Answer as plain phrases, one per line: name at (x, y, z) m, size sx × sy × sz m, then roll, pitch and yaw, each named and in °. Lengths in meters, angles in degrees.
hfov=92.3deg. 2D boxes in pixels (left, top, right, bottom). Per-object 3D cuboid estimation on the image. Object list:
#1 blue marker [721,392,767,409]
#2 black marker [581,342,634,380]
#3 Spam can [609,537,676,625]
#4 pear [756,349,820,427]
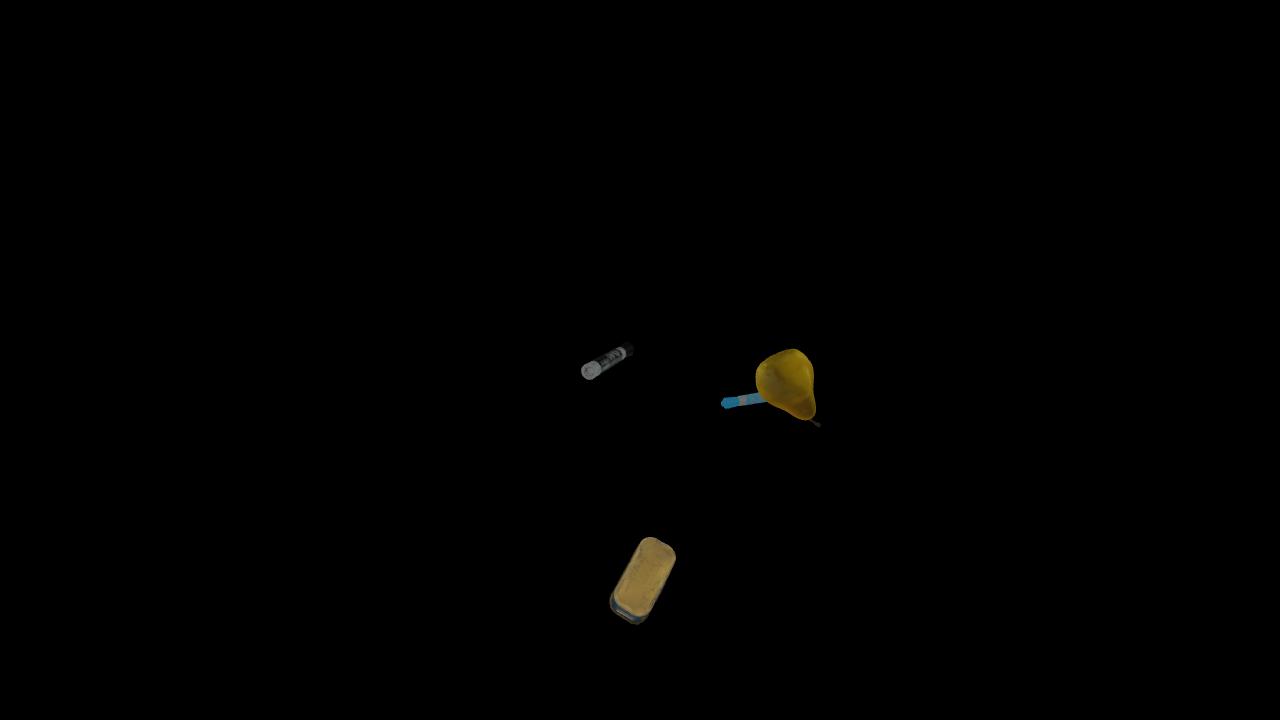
blue marker at (0.191, 0.065, 1.029) m, size 0.121 × 0.020 × 0.020 m, roll -8°, pitch 3°, yaw -19°
black marker at (-0.036, -0.001, 0.739) m, size 0.020 × 0.020 × 0.121 m, roll 0°, pitch 14°, yaw 22°
Spam can at (0.004, 0.292, 0.815) m, size 0.058 × 0.101 × 0.085 m, roll 28°, pitch -25°, yaw 9°
pear at (0.196, 0.044, 0.788) m, size 0.080 × 0.111 × 0.080 m, roll -25°, pitch 1°, yaw 1°
